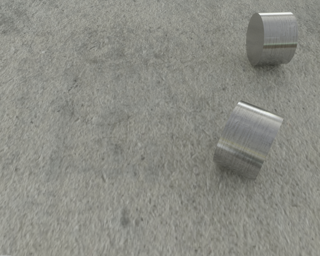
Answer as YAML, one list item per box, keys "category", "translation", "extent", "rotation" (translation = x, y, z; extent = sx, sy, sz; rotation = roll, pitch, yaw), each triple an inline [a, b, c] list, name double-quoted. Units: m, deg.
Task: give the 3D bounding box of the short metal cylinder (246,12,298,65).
- category: "short metal cylinder"
  translation: [0.174, -0.140, 0.487]
  extent: [0.050, 0.080, 0.080]
  rotation: [-3, 50, -3]

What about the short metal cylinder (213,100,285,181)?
- category: "short metal cylinder"
  translation: [0.102, 0.014, 0.357]
  extent: [0.050, 0.080, 0.080]
  rotation: [25, 54, 19]
